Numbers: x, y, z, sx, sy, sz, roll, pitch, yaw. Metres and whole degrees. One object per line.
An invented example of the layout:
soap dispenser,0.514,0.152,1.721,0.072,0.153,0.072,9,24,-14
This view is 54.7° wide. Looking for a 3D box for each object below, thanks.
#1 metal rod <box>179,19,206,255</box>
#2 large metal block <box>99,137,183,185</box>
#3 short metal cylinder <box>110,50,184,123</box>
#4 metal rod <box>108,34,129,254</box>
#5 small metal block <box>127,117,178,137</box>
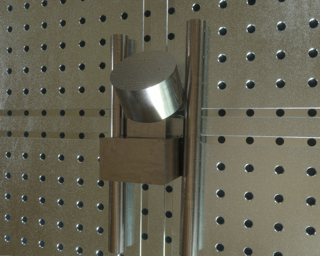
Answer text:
metal rod,0.042,0.014,0.398,0.025,0.025,0.298,2,91,20
large metal block,-0.019,0.037,0.388,0.080,0.080,0.050,1,91,20
short metal cylinder,-0.015,-0.052,0.381,0.080,0.050,0.080,-9,44,9
metal rod,-0.058,0.022,0.433,0.025,0.025,0.298,1,90,20
small metal block,-0.008,-0.001,0.402,0.050,0.050,0.025,2,91,19
